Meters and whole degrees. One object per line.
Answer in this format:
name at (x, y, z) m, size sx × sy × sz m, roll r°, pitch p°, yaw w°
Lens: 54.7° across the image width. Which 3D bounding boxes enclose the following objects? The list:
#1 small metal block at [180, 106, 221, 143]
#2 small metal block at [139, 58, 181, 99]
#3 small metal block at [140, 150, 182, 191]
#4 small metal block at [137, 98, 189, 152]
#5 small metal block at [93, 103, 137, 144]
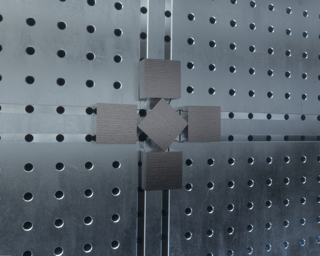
small metal block at (0.057, -0.006, 0.435) m, size 0.050 × 0.025 × 0.050 m, roll 0°, pitch 90°, yaw -21°
small metal block at (0.000, -0.064, 0.413) m, size 0.050 × 0.025 × 0.050 m, roll -1°, pitch 90°, yaw -21°
small metal block at (0.002, 0.056, 0.414) m, size 0.050 × 0.025 × 0.050 m, roll 0°, pitch 90°, yaw -21°
small metal block at (0.001, -0.004, 0.413) m, size 0.050 × 0.025 × 0.050 m, roll 44°, pitch 76°, yaw -15°
small metal block at (-0.057, -0.005, 0.392) m, size 0.050 × 0.025 × 0.050 m, roll 1°, pitch 90°, yaw -21°
